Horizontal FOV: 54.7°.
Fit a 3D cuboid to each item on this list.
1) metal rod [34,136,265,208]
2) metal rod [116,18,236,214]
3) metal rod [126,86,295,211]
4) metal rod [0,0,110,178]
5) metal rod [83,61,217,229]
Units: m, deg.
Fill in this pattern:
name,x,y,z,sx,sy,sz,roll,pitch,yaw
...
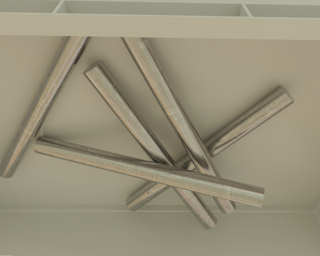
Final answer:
name,x,y,z,sx,sy,sz,roll,pitch,yaw
metal rod,-0.021,0.054,0.402,0.301,0.025,0.025,12,131,10
metal rod,0.033,0.005,0.390,0.025,0.025,0.299,-22,120,17
metal rod,0.054,0.043,0.446,0.025,0.025,0.299,35,122,-26
metal rod,-0.145,-0.030,0.380,0.025,0.025,0.298,27,125,-22
metal rod,0.000,0.040,0.418,0.025,0.025,0.299,-25,119,19
